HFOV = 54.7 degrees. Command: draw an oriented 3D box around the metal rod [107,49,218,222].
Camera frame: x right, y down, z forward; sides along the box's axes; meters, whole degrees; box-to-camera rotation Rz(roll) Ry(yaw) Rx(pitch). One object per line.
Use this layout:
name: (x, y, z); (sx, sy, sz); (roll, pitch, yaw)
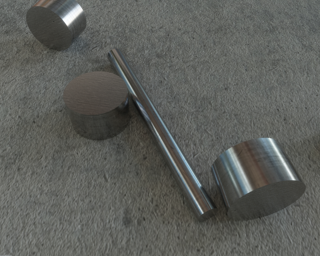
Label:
metal rod: (-0.011, -0.013, 0.413); (0.025, 0.025, 0.300); (-19, 53, -15)

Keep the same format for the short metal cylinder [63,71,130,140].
short metal cylinder: (-0.082, -0.030, 0.412); (0.081, 0.050, 0.080); (0, 50, 0)

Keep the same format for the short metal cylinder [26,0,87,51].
short metal cylinder: (-0.171, -0.177, 0.515); (0.080, 0.080, 0.050); (15, 52, 12)

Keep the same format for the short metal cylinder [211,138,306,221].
short metal cylinder: (0.100, 0.055, 0.322); (0.081, 0.080, 0.050); (-10, 51, -8)
